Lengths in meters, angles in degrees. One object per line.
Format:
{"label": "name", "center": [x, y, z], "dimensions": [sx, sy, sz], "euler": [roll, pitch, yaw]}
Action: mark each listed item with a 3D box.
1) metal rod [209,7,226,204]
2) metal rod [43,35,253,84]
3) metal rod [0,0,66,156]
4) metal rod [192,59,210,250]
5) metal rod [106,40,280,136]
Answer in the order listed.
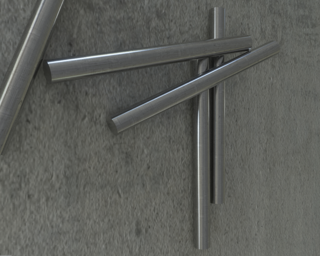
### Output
{"label": "metal rod", "center": [0.089, -0.034, 0.481], "dimensions": [0.025, 0.025, 0.298], "euler": [0, 90, -40]}
{"label": "metal rod", "center": [0.009, -0.093, 0.392], "dimensions": [0.303, 0.025, 0.025], "euler": [-17, 101, -32]}
{"label": "metal rod", "center": [-0.112, -0.119, 0.311], "dimensions": [0.025, 0.025, 0.299], "euler": [26, 74, -37]}
{"label": "metal rod", "center": [0.061, 0.026, 0.458], "dimensions": [0.025, 0.025, 0.298], "euler": [-1, 91, -40]}
{"label": "metal rod", "center": [0.063, -0.065, 0.428], "dimensions": [0.302, 0.025, 0.025], "euler": [-28, 108, -27]}
